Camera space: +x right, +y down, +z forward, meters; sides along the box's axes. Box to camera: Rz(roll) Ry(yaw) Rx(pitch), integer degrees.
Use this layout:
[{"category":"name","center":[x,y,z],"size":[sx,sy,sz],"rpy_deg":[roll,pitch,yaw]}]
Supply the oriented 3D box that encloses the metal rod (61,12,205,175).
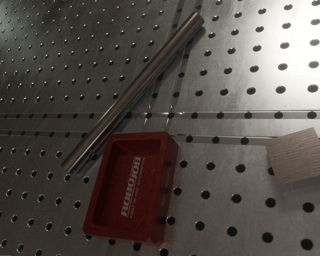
[{"category":"metal rod","center":[-0.036,-0.055,0.459],"size":[0.025,0.025,0.300],"rpy_deg":[33,80,38]}]

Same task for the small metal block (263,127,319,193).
[{"category":"small metal block","center":[0.139,0.033,0.315],"size":[0.050,0.025,0.050],"rpy_deg":[-18,55,17]}]

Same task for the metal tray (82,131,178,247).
[{"category":"metal tray","center":[-0.034,0.070,0.378],"size":[0.090,0.030,0.130],"rpy_deg":[-3,60,26]}]
